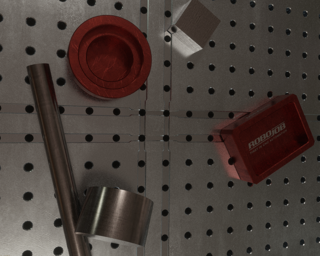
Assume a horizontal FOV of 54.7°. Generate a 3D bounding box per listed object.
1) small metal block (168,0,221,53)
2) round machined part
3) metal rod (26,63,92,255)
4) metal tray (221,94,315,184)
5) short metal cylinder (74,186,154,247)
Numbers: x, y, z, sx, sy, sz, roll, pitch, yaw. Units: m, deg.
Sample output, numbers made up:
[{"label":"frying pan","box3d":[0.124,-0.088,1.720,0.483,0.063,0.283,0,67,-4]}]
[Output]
[{"label":"small metal block","box3d":[0.048,-0.143,0.431,0.050,0.025,0.050,36,78,-17]},{"label":"round machined part","box3d":[-0.063,-0.083,0.381,0.099,0.042,0.097,0,90,-21]},{"label":"metal rod","box3d":[-0.113,0.073,0.371,0.025,0.025,0.298,-13,95,-20]},{"label":"metal tray","box3d":[0.167,0.015,0.473,0.131,0.030,0.090,-29,100,-18]},{"label":"short metal cylinder","box3d":[-0.052,0.104,0.359,0.080,0.080,0.050,21,64,-19]}]
